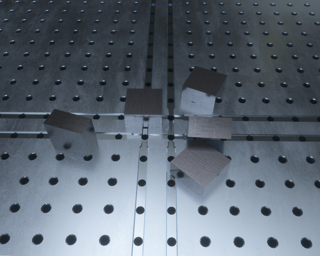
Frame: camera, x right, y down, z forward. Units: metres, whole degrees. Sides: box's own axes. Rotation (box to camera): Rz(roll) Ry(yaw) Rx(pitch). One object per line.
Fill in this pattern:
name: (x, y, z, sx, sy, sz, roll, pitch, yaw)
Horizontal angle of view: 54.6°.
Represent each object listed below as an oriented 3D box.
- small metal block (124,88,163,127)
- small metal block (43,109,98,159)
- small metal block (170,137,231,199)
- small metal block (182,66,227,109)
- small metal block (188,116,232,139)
small metal block: (-0.022, -0.029, 0.432, 0.050, 0.025, 0.050, 1, 50, 1)
small metal block: (-0.109, 0.008, 0.385, 0.050, 0.050, 0.025, 15, 52, 12)
small metal block: (0.048, 0.046, 0.369, 0.050, 0.025, 0.050, 36, 59, 26)
small metal block: (0.066, -0.061, 0.460, 0.050, 0.025, 0.050, 20, 53, 16)
small metal block: (0.060, 0.000, 0.389, 0.050, 0.050, 0.025, 3, 89, 3)
